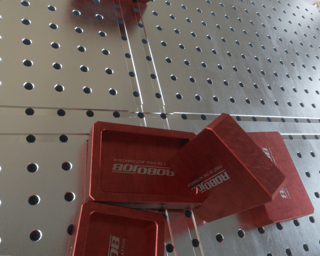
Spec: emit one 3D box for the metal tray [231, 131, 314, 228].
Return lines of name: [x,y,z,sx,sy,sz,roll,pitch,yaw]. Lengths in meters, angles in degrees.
metal tray: [0.158,0.070,0.450,0.091,0.030,0.130,-1,62,-29]

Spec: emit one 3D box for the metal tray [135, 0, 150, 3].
metal tray: [-0.061,-0.257,0.491,0.131,0.090,0.030,2,61,-28]

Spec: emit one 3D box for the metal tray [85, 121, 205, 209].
metal tray: [-0.016,0.045,0.360,0.131,0.030,0.090,7,62,-20]

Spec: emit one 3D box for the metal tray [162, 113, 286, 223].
metal tray: [0.061,0.051,0.343,0.030,0.129,0.090,-37,83,-33]

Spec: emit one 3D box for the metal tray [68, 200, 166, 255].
metal tray: [-0.043,0.143,0.295,0.091,0.030,0.130,16,55,-20]
